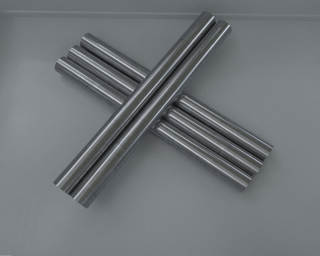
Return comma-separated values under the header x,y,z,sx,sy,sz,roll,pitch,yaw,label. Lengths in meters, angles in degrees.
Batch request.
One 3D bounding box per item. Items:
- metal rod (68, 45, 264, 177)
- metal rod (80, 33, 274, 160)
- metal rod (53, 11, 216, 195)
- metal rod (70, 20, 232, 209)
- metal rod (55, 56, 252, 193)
x,y,z,sx,sy,sz,roll,pitch,yaw,label
-0.001,-0.028,0.418,0.301,0.025,0.025,33,73,11,metal rod
0.015,-0.048,0.425,0.300,0.025,0.025,33,73,11,metal rod
-0.022,-0.042,0.397,0.025,0.025,0.300,36,74,12,metal rod
-0.001,-0.029,0.392,0.025,0.025,0.300,36,74,12,metal rod
-0.017,-0.010,0.412,0.301,0.025,0.025,33,73,11,metal rod
